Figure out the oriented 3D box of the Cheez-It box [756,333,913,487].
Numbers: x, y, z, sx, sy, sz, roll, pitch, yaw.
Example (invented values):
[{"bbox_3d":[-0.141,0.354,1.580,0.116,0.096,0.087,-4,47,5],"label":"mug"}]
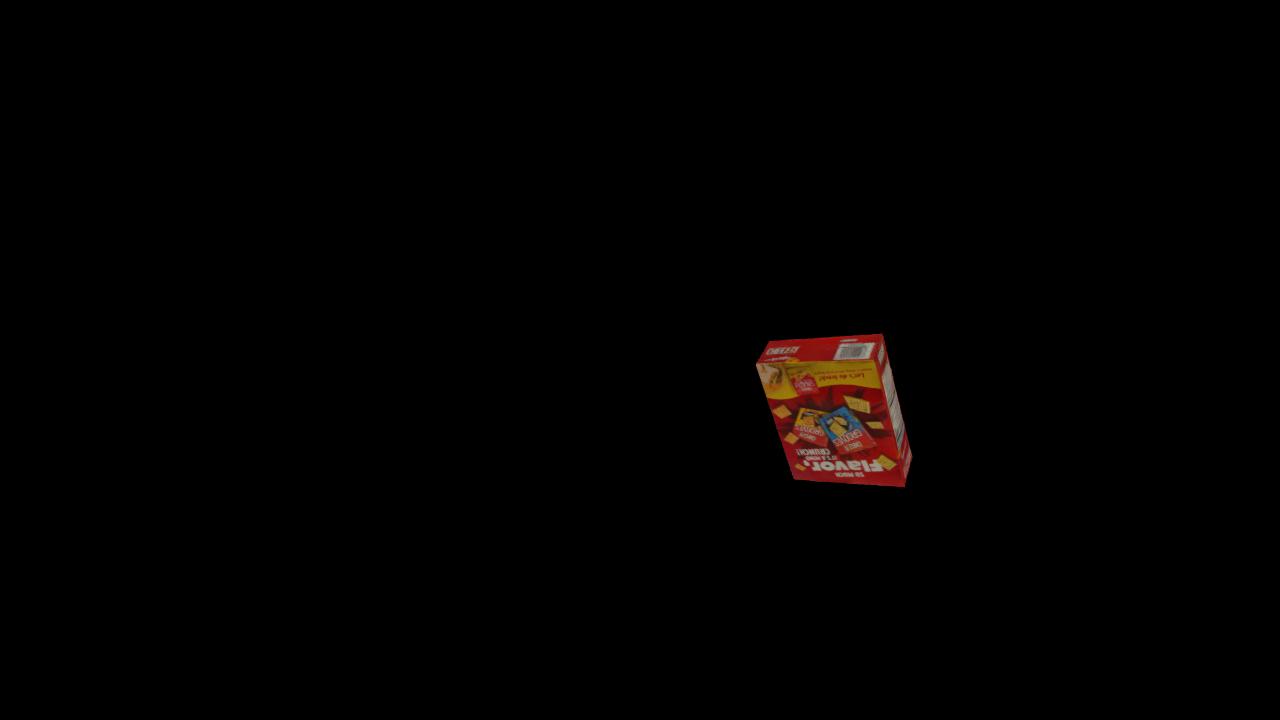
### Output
[{"bbox_3d":[0.277,0.075,0.870,0.166,0.223,0.071,-3,32,37],"label":"Cheez-It box"}]
